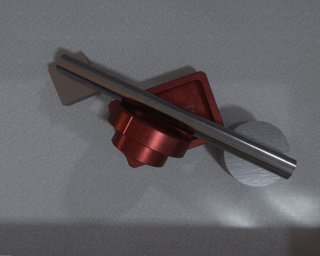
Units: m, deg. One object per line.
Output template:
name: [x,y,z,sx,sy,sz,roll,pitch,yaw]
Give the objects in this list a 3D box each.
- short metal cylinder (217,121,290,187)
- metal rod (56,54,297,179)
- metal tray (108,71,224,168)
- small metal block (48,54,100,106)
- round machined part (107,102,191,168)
short metal cylinder: [0.117,0.031,0.399,0.081,0.050,0.079,0,90,-1]
metal rod: [0.014,-0.016,0.369,0.301,0.025,0.025,25,90,6]
metal tray: [0.009,-0.011,0.407,0.131,0.030,0.090,-19,90,-1]
small metal block: [-0.111,-0.062,0.408,0.050,0.025,0.050,-22,90,-1]
round machined part: [-0.017,0.011,0.360,0.098,0.098,0.042,28,98,-1]
